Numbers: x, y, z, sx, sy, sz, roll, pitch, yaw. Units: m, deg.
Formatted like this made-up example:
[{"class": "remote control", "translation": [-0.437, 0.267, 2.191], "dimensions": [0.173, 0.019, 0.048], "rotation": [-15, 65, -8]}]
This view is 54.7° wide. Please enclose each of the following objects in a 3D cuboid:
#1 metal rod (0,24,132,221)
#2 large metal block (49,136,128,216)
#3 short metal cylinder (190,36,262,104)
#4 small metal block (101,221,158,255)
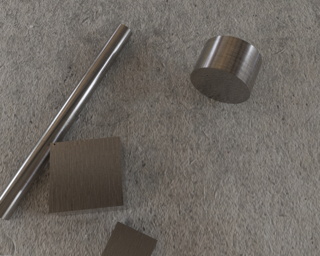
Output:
[{"class": "metal rod", "translation": [-0.122, -0.021, 0.414], "dimensions": [0.025, 0.025, 0.300], "rotation": [26, 72, 9]}, {"class": "large metal block", "translation": [-0.084, 0.059, 0.372], "dimensions": [0.081, 0.050, 0.080], "rotation": [-5, 70, -3]}, {"class": "short metal cylinder", "translation": [0.087, -0.075, 0.407], "dimensions": [0.080, 0.080, 0.050], "rotation": [22, 72, 7]}, {"class": "small metal block", "translation": [-0.036, 0.142, 0.356], "dimensions": [0.050, 0.025, 0.050], "rotation": [23, 71, 8]}]
